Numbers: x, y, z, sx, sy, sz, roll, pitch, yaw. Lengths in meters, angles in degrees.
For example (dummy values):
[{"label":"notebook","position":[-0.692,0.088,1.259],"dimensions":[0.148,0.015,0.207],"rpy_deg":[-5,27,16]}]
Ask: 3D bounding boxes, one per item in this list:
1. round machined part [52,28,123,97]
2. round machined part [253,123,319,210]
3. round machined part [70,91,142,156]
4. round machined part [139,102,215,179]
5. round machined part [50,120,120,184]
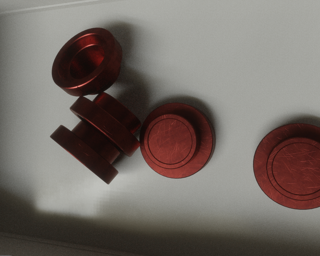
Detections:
[{"label":"round machined part","position":[-0.093,-0.084,0.420],"dimensions":[0.098,0.042,0.098],"rpy_deg":[-12,59,21]},{"label":"round machined part","position":[0.155,0.043,0.347],"dimensions":[0.098,0.042,0.097],"rpy_deg":[0,90,19]},{"label":"round machined part","position":[-0.063,-0.009,0.397],"dimensions":[0.098,0.098,0.042],"rpy_deg":[35,79,16]},{"label":"round machined part","position":[0.018,0.016,0.394],"dimensions":[0.098,0.042,0.097],"rpy_deg":[0,90,19]},{"label":"round machined part","position":[-0.092,0.027,0.409],"dimensions":[0.098,0.098,0.042],"rpy_deg":[35,76,16]}]
